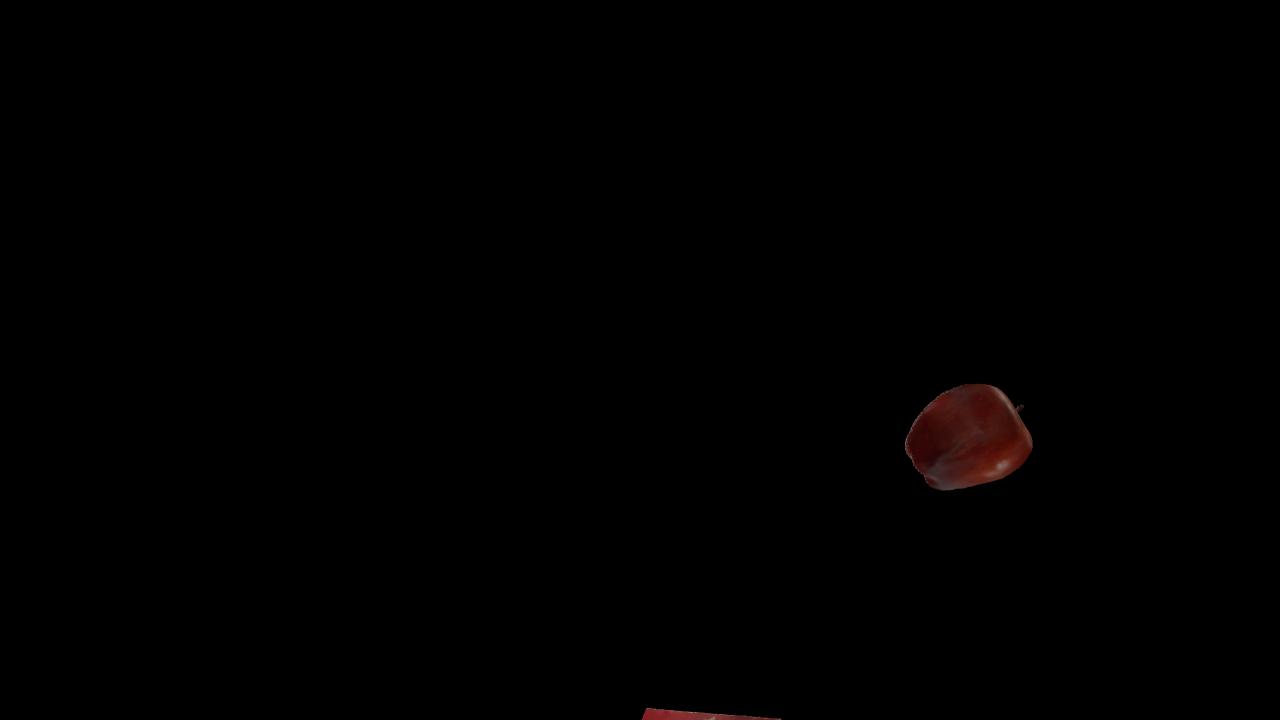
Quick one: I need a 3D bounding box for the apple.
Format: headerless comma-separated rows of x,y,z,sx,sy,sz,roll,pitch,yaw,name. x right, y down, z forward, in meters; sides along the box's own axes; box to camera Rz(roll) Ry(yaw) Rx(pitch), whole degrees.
0.263,0.061,0.494,0.093,0.079,0.079,-36,-14,20,apple

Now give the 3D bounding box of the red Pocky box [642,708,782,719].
0.071,0.306,0.471,0.155,0.083,0.028,-31,15,46,red Pocky box
